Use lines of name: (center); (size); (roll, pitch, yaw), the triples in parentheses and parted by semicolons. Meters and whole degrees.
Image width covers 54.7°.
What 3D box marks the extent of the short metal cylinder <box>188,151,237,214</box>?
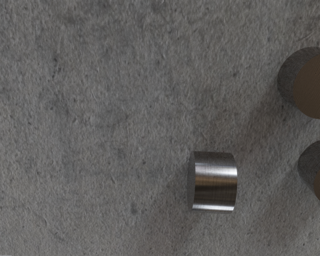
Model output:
short metal cylinder: (0.066, 0.071, 0.408); (0.050, 0.080, 0.079); (3, 110, -2)

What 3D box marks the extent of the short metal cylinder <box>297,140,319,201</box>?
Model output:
short metal cylinder: (0.239, 0.060, 0.422); (0.081, 0.050, 0.079); (0, 110, -1)

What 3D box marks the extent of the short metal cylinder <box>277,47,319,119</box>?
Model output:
short metal cylinder: (0.193, -0.056, 0.379); (0.081, 0.050, 0.079); (0, 110, -1)
